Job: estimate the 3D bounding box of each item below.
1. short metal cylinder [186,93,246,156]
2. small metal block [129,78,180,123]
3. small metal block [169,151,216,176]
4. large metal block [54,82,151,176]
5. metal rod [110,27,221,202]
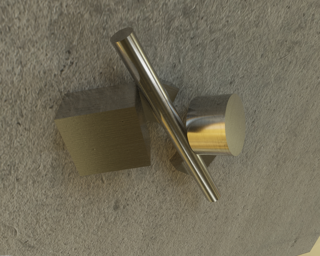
[{"bbox_3d":[0.076,-0.004,0.407,0.080,0.050,0.079,2,87,-58],"label":"short metal cylinder"},{"bbox_3d":[-0.012,-0.037,0.381,0.050,0.025,0.050,13,112,-34],"label":"small metal block"},{"bbox_3d":[0.051,0.043,0.465,0.050,0.025,0.050,27,103,-38],"label":"small metal block"},{"bbox_3d":[-0.058,0.002,0.342,0.080,0.050,0.080,-9,127,4],"label":"large metal block"},{"bbox_3d":[0.023,0.008,0.396,0.025,0.025,0.299,-36,130,-5],"label":"metal rod"}]
